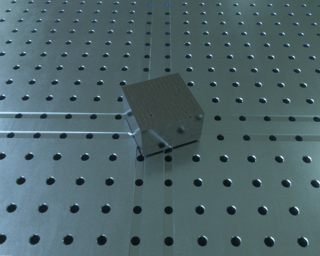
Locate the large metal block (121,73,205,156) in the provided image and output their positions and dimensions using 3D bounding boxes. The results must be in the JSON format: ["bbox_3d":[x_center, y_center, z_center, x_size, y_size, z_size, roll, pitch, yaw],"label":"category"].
[{"bbox_3d":[0.002,-0.019,0.404,0.081,0.050,0.080,-16,52,-14],"label":"large metal block"}]
